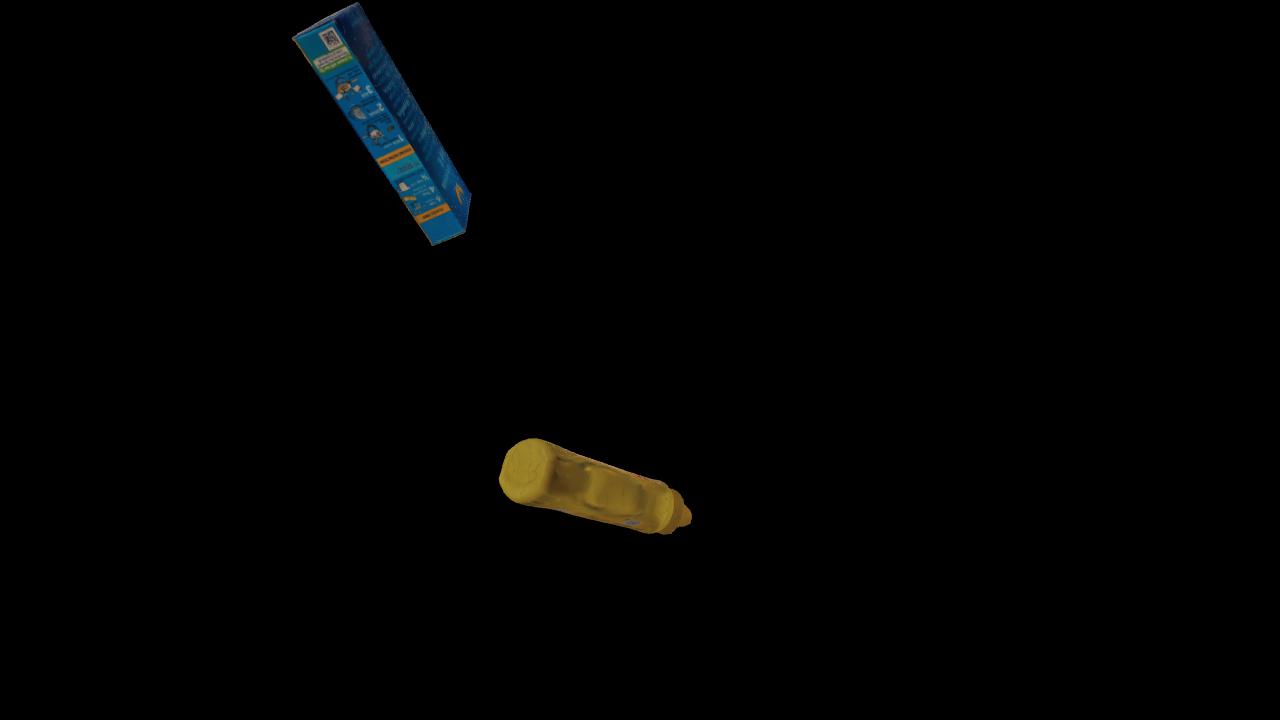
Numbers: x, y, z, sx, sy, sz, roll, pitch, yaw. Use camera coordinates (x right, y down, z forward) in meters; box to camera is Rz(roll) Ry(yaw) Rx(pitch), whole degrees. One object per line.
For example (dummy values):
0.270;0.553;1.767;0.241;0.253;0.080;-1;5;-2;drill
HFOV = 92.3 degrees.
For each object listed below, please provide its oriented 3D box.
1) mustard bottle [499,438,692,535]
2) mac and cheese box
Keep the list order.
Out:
-0.025;0.120;0.545;0.184;0.054;0.092;25;-24;-32;mustard bottle
-0.210;-0.200;0.531;0.041;0.184;0.093;-22;38;4;mac and cheese box
